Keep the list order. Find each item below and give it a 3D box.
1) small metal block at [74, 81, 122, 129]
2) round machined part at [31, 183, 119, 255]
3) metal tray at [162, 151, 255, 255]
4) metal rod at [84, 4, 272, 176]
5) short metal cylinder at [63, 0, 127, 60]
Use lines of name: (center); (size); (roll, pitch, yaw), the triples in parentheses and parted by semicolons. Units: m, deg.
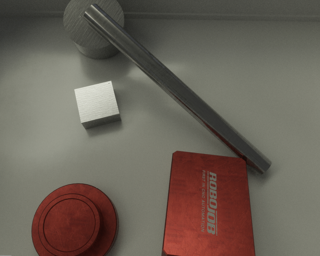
small metal block: (-0.084, -0.031, 0.420); (0.050, 0.025, 0.050); (-14, 71, -6)
round machined part: (-0.099, 0.112, 0.358); (0.099, 0.042, 0.098); (0, 70, -1)
metal tray: (0.053, 0.089, 0.349); (0.091, 0.030, 0.130); (7, 47, 2)
metal rod: (0.022, -0.049, 0.396); (0.300, 0.025, 0.025); (42, 75, 1)
short metal cylinder: (-0.089, -0.143, 0.437); (0.081, 0.050, 0.080); (0, 86, -2)
